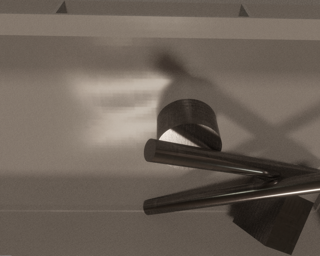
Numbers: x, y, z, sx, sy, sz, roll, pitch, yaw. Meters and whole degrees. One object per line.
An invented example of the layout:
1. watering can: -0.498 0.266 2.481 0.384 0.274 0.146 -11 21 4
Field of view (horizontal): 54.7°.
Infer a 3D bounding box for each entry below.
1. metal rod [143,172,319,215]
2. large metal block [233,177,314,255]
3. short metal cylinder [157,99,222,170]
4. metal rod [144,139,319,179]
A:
1. metal rod: 0.103 0.098 0.449 0.300 0.025 0.025 -17 130 31
2. large metal block: 0.166 0.127 0.463 0.050 0.080 0.080 25 88 -20
3. short metal cylinder: 0.036 0.009 0.401 0.081 0.050 0.079 0 130 0
4. metal rod: 0.117 0.050 0.403 0.302 0.025 0.025 12 131 -30
